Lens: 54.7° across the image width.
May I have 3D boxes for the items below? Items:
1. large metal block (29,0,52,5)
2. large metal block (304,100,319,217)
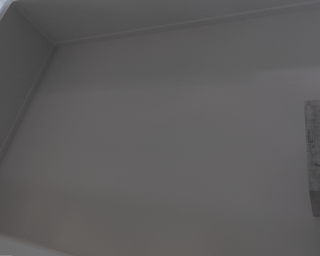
[{"bbox_3d":[-0.298,-0.353,0.747,0.080,0.080,0.050,2,63,29],"label":"large metal block"},{"bbox_3d":[0.157,0.029,0.270,0.050,0.080,0.080,-4,60,26],"label":"large metal block"}]
